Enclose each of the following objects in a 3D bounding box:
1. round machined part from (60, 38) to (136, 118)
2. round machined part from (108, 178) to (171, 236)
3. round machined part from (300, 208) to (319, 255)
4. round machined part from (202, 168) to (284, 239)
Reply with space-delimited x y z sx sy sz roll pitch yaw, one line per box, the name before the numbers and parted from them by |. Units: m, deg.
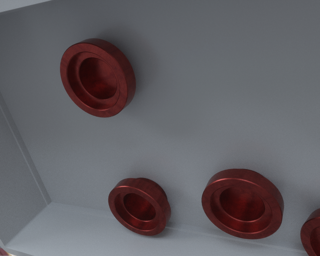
round machined part | -0.074 -0.066 0.394 0.098 0.042 0.097 13 124 20
round machined part | -0.028 0.117 0.483 0.098 0.042 0.097 13 124 20
round machined part | 0.217 0.129 0.350 0.098 0.042 0.097 31 139 33
round machined part | 0.107 0.091 0.397 0.098 0.042 0.097 13 124 20
